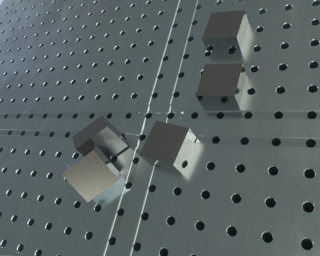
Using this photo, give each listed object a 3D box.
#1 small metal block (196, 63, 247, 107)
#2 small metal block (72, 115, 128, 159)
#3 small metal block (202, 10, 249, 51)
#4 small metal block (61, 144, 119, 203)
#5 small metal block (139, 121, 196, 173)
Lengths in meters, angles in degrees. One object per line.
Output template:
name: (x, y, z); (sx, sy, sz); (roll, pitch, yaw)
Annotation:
small metal block: (0.080, -0.055, 0.400); (0.050, 0.025, 0.050); (5, 64, 30)
small metal block: (-0.080, 0.018, 0.420); (0.050, 0.050, 0.025); (-36, 45, 4)
small metal block: (0.094, -0.139, 0.443); (0.050, 0.025, 0.050); (7, 65, 31)
small metal block: (-0.088, 0.058, 0.398); (0.050, 0.050, 0.025); (-37, 14, 3)
small metal block: (0.010, 0.023, 0.388); (0.050, 0.025, 0.050); (13, 68, 33)
